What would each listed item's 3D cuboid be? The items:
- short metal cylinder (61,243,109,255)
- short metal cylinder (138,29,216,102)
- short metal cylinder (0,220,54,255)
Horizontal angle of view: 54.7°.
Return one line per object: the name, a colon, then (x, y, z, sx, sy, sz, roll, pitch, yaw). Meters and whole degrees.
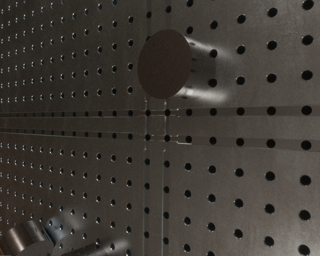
short metal cylinder: (-0.119, 0.231, 0.489, 0.080, 0.050, 0.079, 0, 90, 39)
short metal cylinder: (0.019, -0.073, 0.376, 0.080, 0.050, 0.079, 0, 90, 39)
short metal cylinder: (-0.247, 0.219, 0.573, 0.050, 0.081, 0.079, 41, 115, 32)
